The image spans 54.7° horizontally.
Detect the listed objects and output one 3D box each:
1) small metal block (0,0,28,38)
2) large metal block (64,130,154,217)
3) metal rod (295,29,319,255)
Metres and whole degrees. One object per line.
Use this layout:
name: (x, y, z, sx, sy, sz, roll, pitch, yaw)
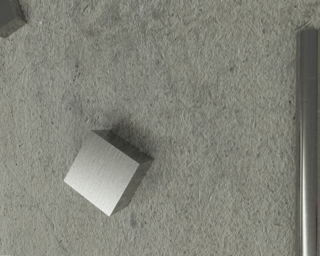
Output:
small metal block: (-0.247, -0.180, 0.494, 0.050, 0.025, 0.050, -25, 82, 18)
large metal block: (-0.068, 0.057, 0.419, 0.080, 0.050, 0.080, 33, 100, 16)
metal rod: (0.167, 0.041, 0.350, 0.025, 0.025, 0.298, 0, 90, 19)
